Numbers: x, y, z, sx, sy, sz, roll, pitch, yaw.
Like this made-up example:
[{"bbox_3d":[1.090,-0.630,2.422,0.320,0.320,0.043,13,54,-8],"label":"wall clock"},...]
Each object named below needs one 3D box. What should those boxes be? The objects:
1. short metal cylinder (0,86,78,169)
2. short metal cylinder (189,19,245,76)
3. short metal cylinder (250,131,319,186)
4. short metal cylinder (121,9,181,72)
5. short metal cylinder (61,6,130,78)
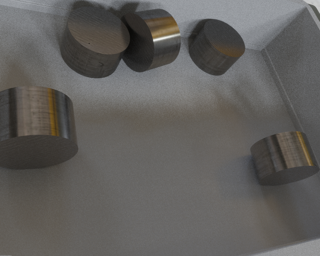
[{"bbox_3d":[-0.124,0.002,0.303,0.081,0.080,0.050,0,62,-28],"label":"short metal cylinder"},{"bbox_3d":[0.096,-0.136,0.527,0.081,0.050,0.080,14,56,-21],"label":"short metal cylinder"},{"bbox_3d":[0.175,0.045,0.440,0.081,0.080,0.050,6,59,-26],"label":"short metal cylinder"},{"bbox_3d":[-0.017,-0.124,0.438,0.050,0.080,0.080,-26,76,-37],"label":"short metal cylinder"},{"bbox_3d":[-0.087,-0.114,0.413,0.081,0.050,0.080,14,56,-21],"label":"short metal cylinder"}]
